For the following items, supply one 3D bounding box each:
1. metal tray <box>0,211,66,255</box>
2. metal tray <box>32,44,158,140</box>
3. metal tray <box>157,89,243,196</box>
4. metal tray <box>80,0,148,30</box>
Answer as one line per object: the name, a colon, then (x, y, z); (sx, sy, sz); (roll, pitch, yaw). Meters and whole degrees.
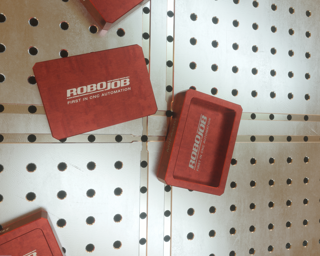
metal tray: (-0.175, 0.163, 0.345); (0.131, 0.030, 0.090); (-22, 98, -19)
metal tray: (-0.077, -0.045, 0.381); (0.131, 0.030, 0.090); (-16, 96, -19)
metal tray: (0.057, 0.020, 0.430); (0.091, 0.030, 0.129); (16, 85, -19)
metal tray: (-0.073, -0.201, 0.383); (0.090, 0.030, 0.130); (-42, 103, -15)
